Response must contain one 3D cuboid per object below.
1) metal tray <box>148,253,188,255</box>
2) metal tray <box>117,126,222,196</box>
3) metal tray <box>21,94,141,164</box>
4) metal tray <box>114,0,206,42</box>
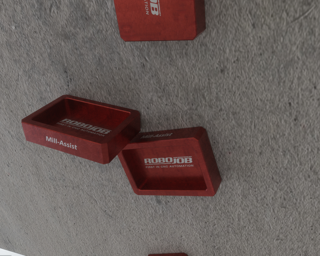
[{"bbox_3d":[0.036,0.286,0.561,0.090,0.030,0.130,-20,108,35],"label":"metal tray"},{"bbox_3d":[0.010,0.049,0.428,0.130,0.030,0.090,-7,115,31],"label":"metal tray"},{"bbox_3d":[-0.103,-0.003,0.417,0.130,0.090,0.030,14,124,20],"label":"metal tray"},{"bbox_3d":[-0.005,-0.156,0.310,0.090,0.030,0.129,6,121,25],"label":"metal tray"}]
